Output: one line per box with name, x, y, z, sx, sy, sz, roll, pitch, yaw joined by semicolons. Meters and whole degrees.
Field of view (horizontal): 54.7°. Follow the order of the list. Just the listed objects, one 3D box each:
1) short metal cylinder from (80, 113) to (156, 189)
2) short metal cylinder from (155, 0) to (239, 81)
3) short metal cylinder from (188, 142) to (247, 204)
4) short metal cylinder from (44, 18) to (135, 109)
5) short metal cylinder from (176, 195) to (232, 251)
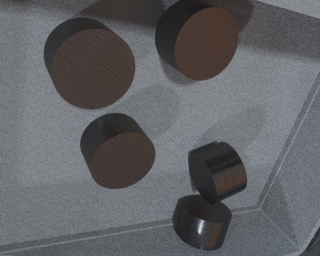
short metal cylinder;-0.052;0.028;0.382;0.081;0.050;0.079;-14;125;-21
short metal cylinder;0.041;-0.101;0.354;0.081;0.050;0.079;-14;125;-21
short metal cylinder;0.084;0.066;0.462;0.050;0.080;0.079;-20;126;-17
short metal cylinder;-0.072;-0.066;0.314;0.081;0.050;0.079;-14;125;-21
short metal cylinder;0.071;0.151;0.504;0.081;0.080;0.050;3;109;-30
